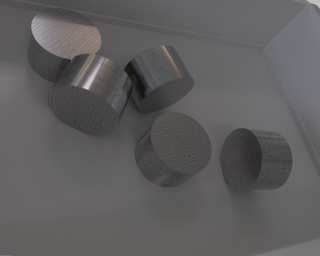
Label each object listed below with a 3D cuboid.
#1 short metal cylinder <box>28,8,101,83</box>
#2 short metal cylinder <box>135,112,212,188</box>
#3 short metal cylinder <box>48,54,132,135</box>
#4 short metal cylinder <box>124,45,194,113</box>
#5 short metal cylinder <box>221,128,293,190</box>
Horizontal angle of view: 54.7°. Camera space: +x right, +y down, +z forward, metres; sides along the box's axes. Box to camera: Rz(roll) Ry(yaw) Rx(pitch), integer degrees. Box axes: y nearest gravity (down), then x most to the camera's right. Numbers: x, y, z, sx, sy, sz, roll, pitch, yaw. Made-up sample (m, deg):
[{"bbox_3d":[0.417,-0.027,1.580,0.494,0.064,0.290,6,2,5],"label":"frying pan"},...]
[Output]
[{"bbox_3d":[-0.120,-0.101,0.387,0.081,0.050,0.080,14,56,-21],"label":"short metal cylinder"},{"bbox_3d":[0.016,0.027,0.381,0.081,0.050,0.080,14,56,-21],"label":"short metal cylinder"},{"bbox_3d":[-0.077,-0.036,0.351,0.080,0.080,0.050,26,53,-12],"label":"short metal cylinder"},{"bbox_3d":[-0.002,-0.062,0.407,0.081,0.080,0.050,-16,70,-34],"label":"short metal cylinder"},{"bbox_3d":[0.126,0.042,0.412,0.050,0.080,0.080,6,59,-25],"label":"short metal cylinder"}]
